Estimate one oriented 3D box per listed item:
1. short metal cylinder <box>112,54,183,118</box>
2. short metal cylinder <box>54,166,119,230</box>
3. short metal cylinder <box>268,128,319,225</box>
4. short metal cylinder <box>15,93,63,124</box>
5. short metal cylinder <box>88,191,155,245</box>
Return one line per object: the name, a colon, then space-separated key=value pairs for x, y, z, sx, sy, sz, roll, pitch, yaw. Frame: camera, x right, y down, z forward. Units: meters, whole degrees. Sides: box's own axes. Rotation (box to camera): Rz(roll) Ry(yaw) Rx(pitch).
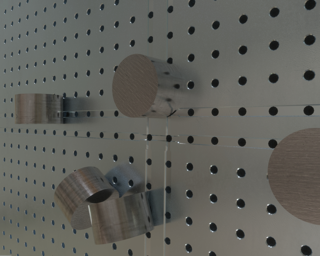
short metal cylinder: x=-0.017 y=-0.053 z=0.407 sx=0.080 sy=0.050 sz=0.079 roll=0 pitch=90 yaw=40
short metal cylinder: x=-0.109 y=0.105 z=0.464 sx=0.050 sy=0.081 sz=0.080 roll=42 pitch=115 yaw=32
short metal cylinder: x=0.144 y=0.040 z=0.274 sx=0.080 sy=0.050 sz=0.079 roll=0 pitch=90 yaw=40
short metal cylinder: x=-0.214 y=-0.032 z=0.550 sx=0.080 sy=0.081 sz=0.050 roll=-1 pitch=90 yaw=40
short metal cylinder: x=-0.052 y=0.119 z=0.417 sx=0.080 sy=0.081 sz=0.050 roll=-22 pitch=76 yaw=38
